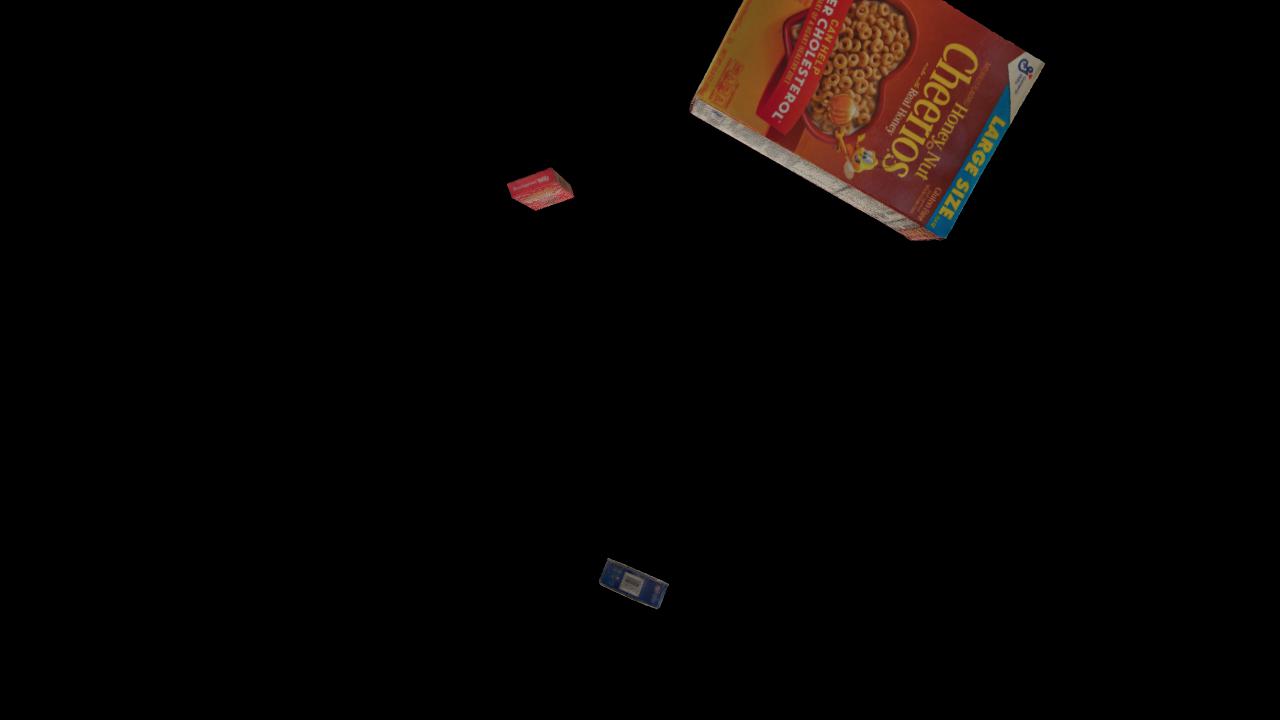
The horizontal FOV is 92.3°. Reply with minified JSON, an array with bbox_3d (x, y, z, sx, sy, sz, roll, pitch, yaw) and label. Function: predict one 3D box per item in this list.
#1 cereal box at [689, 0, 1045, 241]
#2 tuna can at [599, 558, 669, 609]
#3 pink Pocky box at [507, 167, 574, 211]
[{"bbox_3d":[0.233,-0.286,0.648,0.306,0.203,0.081,28,6,-5],"label":"cereal box"},{"bbox_3d":[-0.008,0.279,0.768,0.084,0.034,0.084,21,-18,7],"label":"tuna can"},{"bbox_3d":[-0.175,-0.305,1.107,0.084,0.029,0.155,-18,3,7],"label":"pink Pocky box"}]
